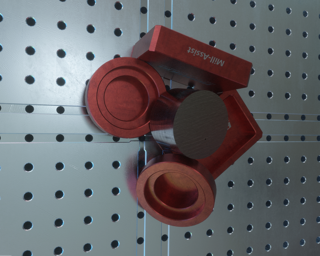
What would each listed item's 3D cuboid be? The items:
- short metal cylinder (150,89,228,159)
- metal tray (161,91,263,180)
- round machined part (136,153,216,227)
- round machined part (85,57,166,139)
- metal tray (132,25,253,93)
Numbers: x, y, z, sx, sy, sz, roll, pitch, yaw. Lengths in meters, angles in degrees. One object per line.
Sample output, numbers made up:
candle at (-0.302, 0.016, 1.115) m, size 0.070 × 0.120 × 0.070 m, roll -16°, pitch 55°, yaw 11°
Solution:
short metal cylinder at (0.035, -0.007, 0.374) m, size 0.081 × 0.050 × 0.079 m, roll -7°, pitch 102°, yaw -31°
metal tray at (0.073, 0.013, 0.438) m, size 0.131 × 0.030 × 0.090 m, roll -38°, pitch 103°, yaw -16°
round machined part at (0.023, 0.074, 0.395) m, size 0.098 × 0.042 × 0.097 m, roll 7°, pitch 117°, yaw 14°
round machined part at (-0.044, -0.036, 0.388) m, size 0.099 × 0.042 × 0.097 m, roll 0°, pitch 90°, yaw -21°
metal tray at (0.037, -0.081, 0.392) m, size 0.131 × 0.090 × 0.030 m, roll 16°, pitch 85°, yaw -20°
